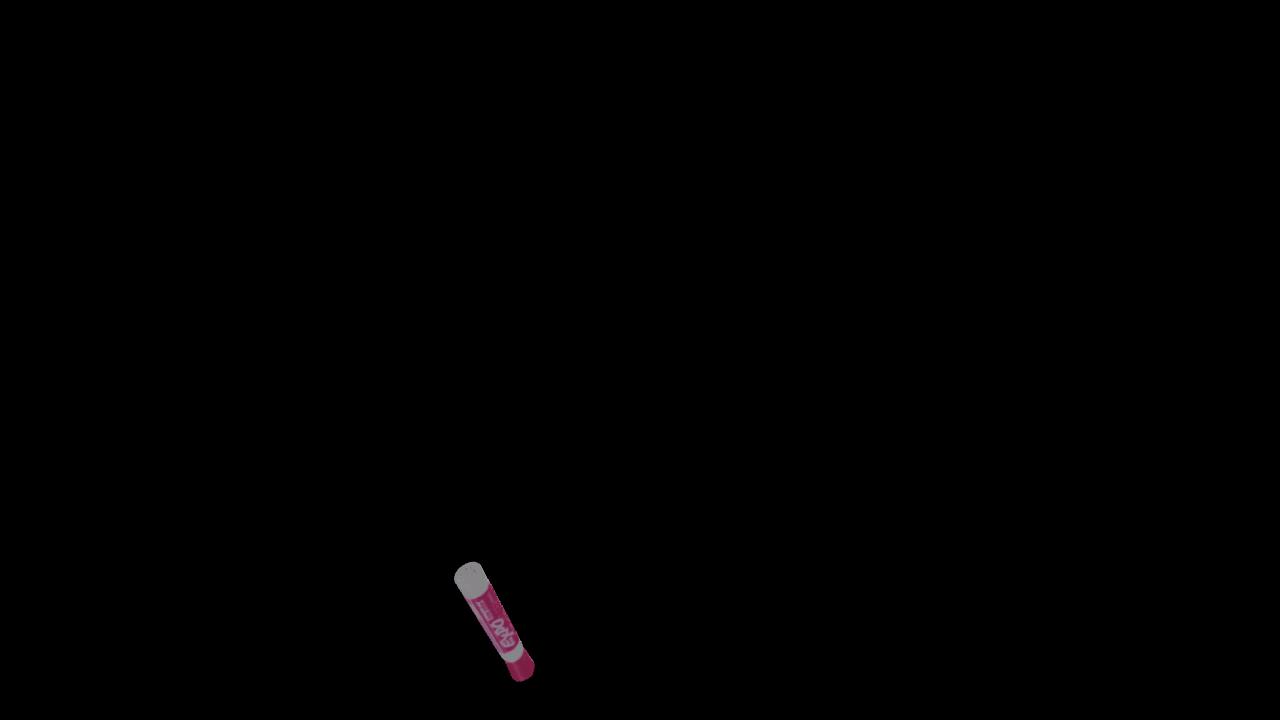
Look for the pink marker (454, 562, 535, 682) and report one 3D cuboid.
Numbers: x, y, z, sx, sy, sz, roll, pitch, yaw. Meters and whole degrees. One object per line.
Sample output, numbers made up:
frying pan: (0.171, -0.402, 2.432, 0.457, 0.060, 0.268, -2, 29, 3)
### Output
pink marker: (-0.100, 0.188, 0.434, 0.020, 0.121, 0.020, -11, 32, 7)
